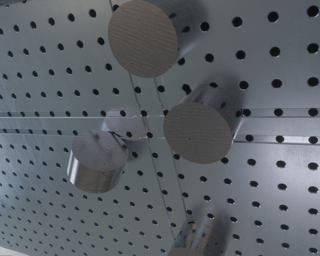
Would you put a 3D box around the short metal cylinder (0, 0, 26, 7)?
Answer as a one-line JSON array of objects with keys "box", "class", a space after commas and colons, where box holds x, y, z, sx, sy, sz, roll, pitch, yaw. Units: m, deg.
[{"box": [-0.207, -0.194, 0.384, 0.080, 0.050, 0.079, 13, 124, 21], "class": "short metal cylinder"}]

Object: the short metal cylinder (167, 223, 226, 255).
[{"box": [0.058, 0.198, 0.487, 0.080, 0.050, 0.079, 13, 124, 21], "class": "short metal cylinder"}]

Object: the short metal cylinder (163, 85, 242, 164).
[{"box": [0.051, -0.005, 0.365, 0.080, 0.050, 0.079, 13, 124, 20], "class": "short metal cylinder"}]

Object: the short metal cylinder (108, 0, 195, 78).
[{"box": [-0.009, -0.101, 0.337, 0.080, 0.050, 0.079, 13, 124, 21], "class": "short metal cylinder"}]

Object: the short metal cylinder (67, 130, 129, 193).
[{"box": [-0.091, 0.048, 0.454, 0.080, 0.080, 0.050, 30, 128, 9], "class": "short metal cylinder"}]
